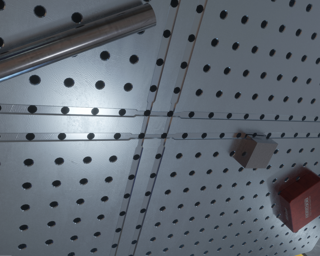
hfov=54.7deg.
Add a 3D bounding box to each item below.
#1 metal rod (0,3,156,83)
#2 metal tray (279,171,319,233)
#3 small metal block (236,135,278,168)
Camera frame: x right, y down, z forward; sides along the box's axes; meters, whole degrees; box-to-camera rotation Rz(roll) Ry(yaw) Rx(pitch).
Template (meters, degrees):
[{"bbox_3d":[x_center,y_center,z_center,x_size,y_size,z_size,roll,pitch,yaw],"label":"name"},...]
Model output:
[{"bbox_3d":[-0.143,-0.060,0.295,0.302,0.025,0.025,-24,127,-14],"label":"metal rod"},{"bbox_3d":[0.315,0.165,0.682,0.090,0.030,0.130,-31,129,-8],"label":"metal tray"},{"bbox_3d":[0.165,0.041,0.527,0.050,0.025,0.050,5,116,-31],"label":"small metal block"}]
